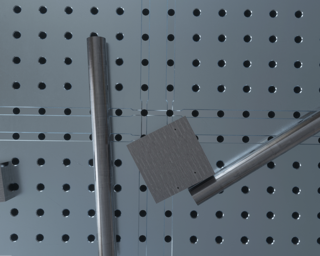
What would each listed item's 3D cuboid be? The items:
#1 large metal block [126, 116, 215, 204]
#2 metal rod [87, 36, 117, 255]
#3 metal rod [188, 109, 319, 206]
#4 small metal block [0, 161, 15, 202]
[{"bbox_3d":[0.013,0.038,0.401,0.080,0.050,0.080,-27,90,0],"label":"large metal block"},{"bbox_3d":[-0.077,0.030,0.412,0.025,0.025,0.298,-3,90,0],"label":"metal rod"},{"bbox_3d":[0.173,0.015,0.414,0.301,0.025,0.025,-31,90,0],"label":"metal rod"},{"bbox_3d":[-0.228,0.074,0.412,0.050,0.025,0.050,-8,90,0],"label":"small metal block"}]
